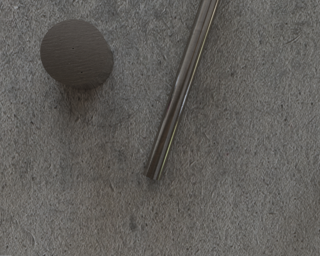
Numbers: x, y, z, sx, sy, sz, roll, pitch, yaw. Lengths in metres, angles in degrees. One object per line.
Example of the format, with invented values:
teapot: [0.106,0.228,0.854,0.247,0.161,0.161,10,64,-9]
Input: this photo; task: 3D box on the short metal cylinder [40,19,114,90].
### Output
short metal cylinder: [-0.104,-0.091,0.397,0.081,0.050,0.080,0,90,0]

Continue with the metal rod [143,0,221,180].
metal rod: [0.037,-0.077,0.410,0.025,0.025,0.299,18,90,0]
